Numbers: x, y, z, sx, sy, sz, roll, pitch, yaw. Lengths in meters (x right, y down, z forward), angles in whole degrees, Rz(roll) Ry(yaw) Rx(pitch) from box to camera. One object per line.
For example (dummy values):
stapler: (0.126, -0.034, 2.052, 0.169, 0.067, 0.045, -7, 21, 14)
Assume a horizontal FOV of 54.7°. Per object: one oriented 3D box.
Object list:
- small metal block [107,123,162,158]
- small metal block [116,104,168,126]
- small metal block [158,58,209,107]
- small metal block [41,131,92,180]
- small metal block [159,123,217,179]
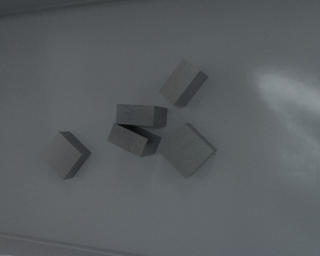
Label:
small metal block: (-0.033, 0.015, 0.408, 0.050, 0.050, 0.025, 25, 98, 18)
small metal block: (-0.023, -0.016, 0.404, 0.050, 0.050, 0.025, 4, 92, 19)
small metal block: (0.030, -0.055, 0.386, 0.025, 0.050, 0.050, 41, 103, 15)
small metal block: (-0.139, 0.040, 0.458, 0.050, 0.025, 0.050, 41, 103, 15)
small metal block: (0.036, 0.029, 0.397, 0.050, 0.025, 0.050, 45, 104, 14)
